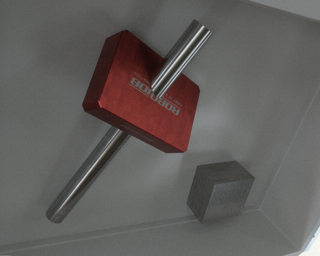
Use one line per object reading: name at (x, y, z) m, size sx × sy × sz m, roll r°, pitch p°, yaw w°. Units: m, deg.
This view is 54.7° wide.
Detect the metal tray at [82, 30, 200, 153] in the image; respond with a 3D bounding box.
metal tray at (-0.013, -0.035, 0.347) m, size 0.131 × 0.030 × 0.090 m, roll 30°, pitch 65°, yaw -38°

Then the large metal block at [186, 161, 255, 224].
large metal block at (0.099, 0.105, 0.514) m, size 0.081 × 0.050 × 0.079 m, roll -3°, pitch 120°, yaw -27°

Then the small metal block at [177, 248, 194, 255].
small metal block at (0.049, 0.271, 0.608) m, size 0.050 × 0.025 × 0.050 m, roll -32°, pitch 129°, yaw -8°

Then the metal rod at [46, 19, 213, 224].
metal rod at (-0.046, 0.005, 0.363) m, size 0.025 × 0.025 × 0.299 m, roll 26°, pitch 111°, yaw -38°
